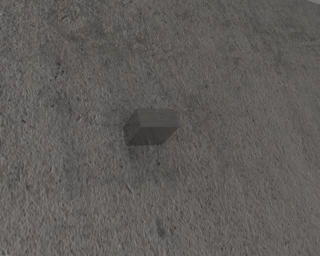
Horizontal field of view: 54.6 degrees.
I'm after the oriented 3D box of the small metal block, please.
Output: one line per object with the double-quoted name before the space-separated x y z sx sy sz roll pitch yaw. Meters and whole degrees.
"small metal block" -0.012 0.000 0.381 0.050 0.050 0.025 0 62 -28
